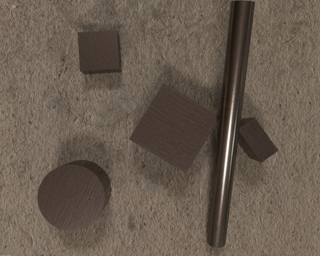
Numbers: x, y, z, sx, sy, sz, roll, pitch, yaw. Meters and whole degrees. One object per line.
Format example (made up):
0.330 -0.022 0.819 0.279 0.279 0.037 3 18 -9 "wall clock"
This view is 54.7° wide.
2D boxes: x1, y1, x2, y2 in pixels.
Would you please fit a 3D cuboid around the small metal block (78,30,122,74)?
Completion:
-0.079 -0.099 0.409 0.050 0.025 0.050 -3 90 -1 "small metal block"

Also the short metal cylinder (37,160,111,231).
-0.107 0.083 0.396 0.081 0.050 0.079 0 90 -1 "short metal cylinder"

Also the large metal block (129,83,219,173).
0.018 0.000 0.398 0.080 0.050 0.080 31 90 -1 "large metal block"

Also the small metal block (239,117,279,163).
0.118 0.014 0.399 0.025 0.050 0.050 -36 91 0 "small metal block"

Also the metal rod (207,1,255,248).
0.081 0.009 0.370 0.025 0.025 0.298 3 106 -1 "metal rod"
